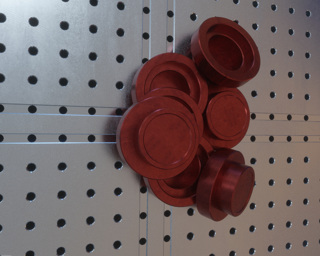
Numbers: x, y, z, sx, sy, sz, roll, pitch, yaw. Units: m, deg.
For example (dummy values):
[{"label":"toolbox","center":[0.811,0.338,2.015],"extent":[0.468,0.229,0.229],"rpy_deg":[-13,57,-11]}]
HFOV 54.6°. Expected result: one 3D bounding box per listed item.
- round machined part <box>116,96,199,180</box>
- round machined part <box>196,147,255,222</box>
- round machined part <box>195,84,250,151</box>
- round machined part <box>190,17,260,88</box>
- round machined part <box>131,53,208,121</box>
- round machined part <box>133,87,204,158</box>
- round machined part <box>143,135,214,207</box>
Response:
[{"label":"round machined part","center":[0.002,0.012,0.359],"extent":[0.099,0.042,0.097],"rpy_deg":[0,90,-20]},{"label":"round machined part","center":[0.092,0.078,0.411],"extent":[0.099,0.042,0.097],"rpy_deg":[-24,121,-46]},{"label":"round machined part","center":[0.086,-0.016,0.434],"extent":[0.099,0.042,0.097],"rpy_deg":[0,90,-20]},{"label":"round machined part","center":[0.084,-0.097,0.422],"extent":[0.099,0.042,0.098],"rpy_deg":[10,65,-23]},{"label":"round machined part","center":[0.010,-0.046,0.407],"extent":[0.099,0.042,0.097],"rpy_deg":[0,90,-20]},{"label":"round machined part","center":[0.004,-0.002,0.404],"extent":[0.099,0.042,0.097],"rpy_deg":[0,90,-20]},{"label":"round machined part","center":[0.023,0.051,0.412],"extent":[0.099,0.042,0.097],"rpy_deg":[0,90,-20]}]
